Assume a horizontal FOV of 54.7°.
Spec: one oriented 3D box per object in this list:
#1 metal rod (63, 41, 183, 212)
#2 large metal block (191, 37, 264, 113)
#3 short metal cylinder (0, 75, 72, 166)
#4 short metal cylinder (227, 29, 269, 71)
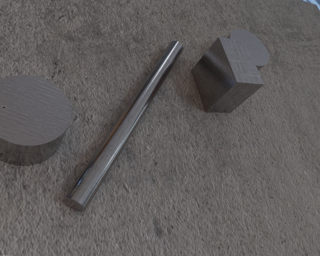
[{"bbox_3d":[-0.030,-0.026,0.404,0.025,0.025,0.301,34,51,-7],"label":"metal rod"},{"bbox_3d":[0.099,-0.078,0.472,0.050,0.080,0.080,0,62,-29],"label":"large metal block"},{"bbox_3d":[-0.137,-0.007,0.319,0.081,0.050,0.080,14,56,-21],"label":"short metal cylinder"},{"bbox_3d":[0.142,-0.126,0.544,0.081,0.050,0.080,14,56,-21],"label":"short metal cylinder"}]
